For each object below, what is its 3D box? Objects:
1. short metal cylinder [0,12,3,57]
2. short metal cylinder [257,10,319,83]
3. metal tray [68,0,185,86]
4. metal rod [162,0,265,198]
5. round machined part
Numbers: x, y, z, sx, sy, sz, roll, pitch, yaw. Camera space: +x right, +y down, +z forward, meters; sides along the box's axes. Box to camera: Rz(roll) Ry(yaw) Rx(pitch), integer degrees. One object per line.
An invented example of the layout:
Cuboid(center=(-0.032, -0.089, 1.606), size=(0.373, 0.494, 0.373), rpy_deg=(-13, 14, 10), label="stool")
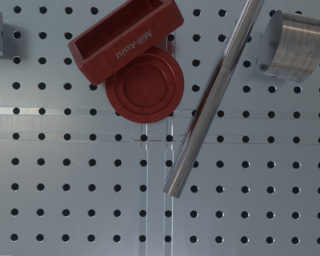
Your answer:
Cuboid(center=(-0.239, -0.120, 0.384), size=(0.081, 0.080, 0.050), rpy_deg=(0, 90, 0), label="short metal cylinder")
Cuboid(center=(0.161, -0.101, 0.387), size=(0.050, 0.080, 0.080), rpy_deg=(12, 90, 0), label="short metal cylinder")
Cuboid(center=(-0.046, -0.116, 0.381), size=(0.130, 0.090, 0.030), rpy_deg=(-36, 129, 0), label="metal tray")
Cuboid(center=(0.074, -0.049, 0.413), size=(0.025, 0.025, 0.299), rpy_deg=(23, 90, 0), label="metal rod")
Cuboid(center=(-0.019, -0.055, 0.405), size=(0.099, 0.042, 0.097), rpy_deg=(0, 90, 0), label="round machined part")
